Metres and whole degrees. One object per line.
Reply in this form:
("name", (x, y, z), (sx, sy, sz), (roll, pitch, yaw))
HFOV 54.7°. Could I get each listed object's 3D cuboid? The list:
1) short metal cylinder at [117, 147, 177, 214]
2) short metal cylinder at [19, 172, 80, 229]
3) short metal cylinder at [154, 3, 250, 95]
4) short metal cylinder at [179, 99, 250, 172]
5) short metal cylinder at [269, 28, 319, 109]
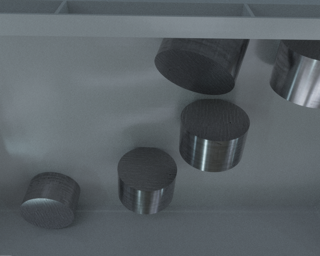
("short metal cylinder", (-0.019, 0.073, 0.434), (0.081, 0.080, 0.050), (3, 130, -3))
("short metal cylinder", (-0.171, 0.115, 0.489), (0.081, 0.050, 0.079), (0, 130, 0))
("short metal cylinder", (0.041, -0.074, 0.304), (0.080, 0.050, 0.080), (20, 165, 6))
("short metal cylinder", (0.065, 0.008, 0.380), (0.081, 0.080, 0.050), (0, 130, 0))
("short metal cylinder", (0.160, -0.064, 0.320), (0.081, 0.080, 0.050), (1, 130, -1))
